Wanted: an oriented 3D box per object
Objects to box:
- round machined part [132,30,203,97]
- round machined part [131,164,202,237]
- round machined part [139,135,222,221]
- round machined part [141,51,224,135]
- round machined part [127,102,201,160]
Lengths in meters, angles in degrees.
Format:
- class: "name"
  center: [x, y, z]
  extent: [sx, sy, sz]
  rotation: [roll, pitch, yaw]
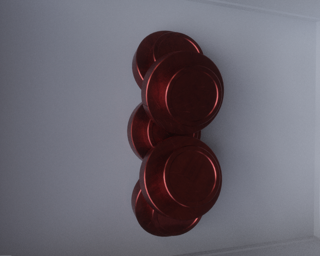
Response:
- class: "round machined part"
  center: [0.017, -0.082, 0.394]
  extent: [0.099, 0.042, 0.098]
  rotation: [6, 72, -19]
- class: "round machined part"
  center: [0.017, 0.095, 0.392]
  extent: [0.099, 0.042, 0.097]
  rotation: [-6, 107, -18]
- class: "round machined part"
  center: [0.029, 0.056, 0.356]
  extent: [0.099, 0.042, 0.098]
  rotation: [4, 77, -19]
- class: "round machined part"
  center: [0.031, -0.039, 0.357]
  extent: [0.099, 0.042, 0.097]
  rotation: [-5, 104, -19]
- class: "round machined part"
  center: [0.010, 0.004, 0.404]
  extent: [0.099, 0.042, 0.097]
  rotation: [0, 89, -20]
